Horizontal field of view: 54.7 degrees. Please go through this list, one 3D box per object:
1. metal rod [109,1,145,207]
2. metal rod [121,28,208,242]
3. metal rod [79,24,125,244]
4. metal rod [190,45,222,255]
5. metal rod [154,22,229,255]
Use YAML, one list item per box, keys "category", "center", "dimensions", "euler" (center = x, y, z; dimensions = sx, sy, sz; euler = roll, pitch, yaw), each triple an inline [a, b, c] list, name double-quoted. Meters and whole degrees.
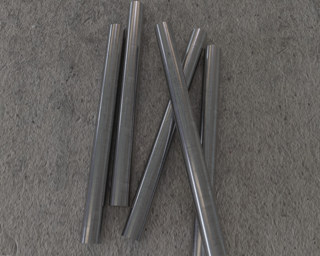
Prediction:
- category: "metal rod"
  center: [-0.042, -0.046, 0.424]
  dimensions: [0.025, 0.025, 0.299]
  euler: [2, 70, 1]
- category: "metal rod"
  center: [0.012, -0.005, 0.409]
  dimensions: [0.025, 0.025, 0.299]
  euler: [17, 71, 6]
- category: "metal rod"
  center: [-0.072, -0.007, 0.409]
  dimensions: [0.025, 0.025, 0.299]
  euler: [3, 70, 1]
- category: "metal rod"
  center: [0.061, 0.026, 0.398]
  dimensions: [0.025, 0.025, 0.299]
  euler: [6, 70, 2]
- category: "metal rod"
  center: [0.033, -0.002, 0.380]
  dimensions: [0.025, 0.025, 0.299]
  euler: [-10, 70, -4]
